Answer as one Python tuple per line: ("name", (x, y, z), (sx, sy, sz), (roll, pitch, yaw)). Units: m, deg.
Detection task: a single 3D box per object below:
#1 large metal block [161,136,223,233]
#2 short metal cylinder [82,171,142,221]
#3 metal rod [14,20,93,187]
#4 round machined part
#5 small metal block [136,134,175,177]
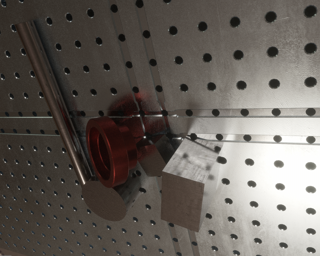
("large metal block", (0.041, 0.069, 0.396), (0.050, 0.080, 0.079), (14, 124, 19))
("short metal cylinder", (-0.077, 0.102, 0.496), (0.080, 0.050, 0.079), (13, 124, 20))
("metal rod", (-0.151, -0.012, 0.480), (0.025, 0.025, 0.298), (0, 119, 28))
("round machined part", (-0.065, 0.031, 0.433), (0.098, 0.042, 0.097), (32, 129, 50))
("small metal block", (-0.005, 0.040, 0.431), (0.050, 0.025, 0.050), (-14, 112, 45))
